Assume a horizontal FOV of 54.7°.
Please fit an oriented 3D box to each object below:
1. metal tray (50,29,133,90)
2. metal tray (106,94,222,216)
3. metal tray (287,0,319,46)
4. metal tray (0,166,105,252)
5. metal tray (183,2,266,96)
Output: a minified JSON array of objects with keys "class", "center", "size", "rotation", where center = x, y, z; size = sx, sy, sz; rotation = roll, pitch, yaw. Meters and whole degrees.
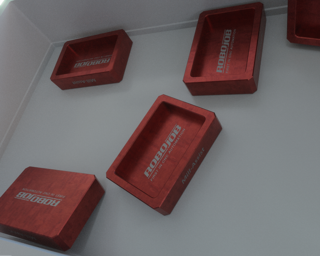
[{"class":"metal tray","center":[-0.118,-0.116,0.533],"size":[0.130,0.030,0.090],"rotation":[-3,60,26]},{"class":"metal tray","center":[0.005,0.028,0.381],"size":[0.090,0.030,0.130],"rotation":[24,74,36]},{"class":"metal tray","center":[0.188,-0.150,0.330],"size":[0.090,0.129,0.030],"rotation":[20,55,35]},{"class":"metal tray","center":[-0.148,0.098,0.400],"size":[0.130,0.030,0.090],"rotation":[2,43,28]},{"class":"metal tray","center":[0.090,-0.107,0.420],"size":[0.090,0.030,0.130],"rotation":[1,62,28]}]
